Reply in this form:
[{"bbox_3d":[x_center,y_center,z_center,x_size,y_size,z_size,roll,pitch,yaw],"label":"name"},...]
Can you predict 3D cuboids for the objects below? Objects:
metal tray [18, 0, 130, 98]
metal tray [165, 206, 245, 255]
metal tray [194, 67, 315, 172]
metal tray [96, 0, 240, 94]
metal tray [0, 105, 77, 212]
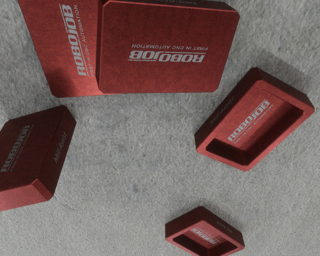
[{"bbox_3d":[-0.082,-0.095,0.322,0.091,0.030,0.129,-4,130,2],"label":"metal tray"},{"bbox_3d":[0.084,0.202,0.577,0.090,0.030,0.130,-36,122,26],"label":"metal tray"},{"bbox_3d":[0.117,-0.005,0.401,0.091,0.030,0.129,23,126,-19],"label":"metal tray"},{"bbox_3d":[0.005,-0.081,0.310,0.131,0.030,0.089,-3,128,-19],"label":"metal tray"},{"bbox_3d":[-0.157,0.032,0.363,0.090,0.130,0.030,-14,129,11],"label":"metal tray"}]
